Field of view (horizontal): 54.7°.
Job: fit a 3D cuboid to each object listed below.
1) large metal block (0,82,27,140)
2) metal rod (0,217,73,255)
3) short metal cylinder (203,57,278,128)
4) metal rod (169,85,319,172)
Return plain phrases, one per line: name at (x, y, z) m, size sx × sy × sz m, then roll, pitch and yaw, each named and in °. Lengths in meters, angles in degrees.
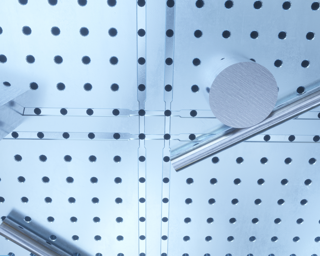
large metal block at (-0.220, -0.025, 0.372) m, size 0.080 × 0.080 × 0.050 m, roll 17°, pitch 109°, yaw -7°
metal rod at (-0.122, 0.233, 0.497) m, size 0.301 × 0.025 × 0.025 m, roll 37°, pitch 106°, yaw -13°
short metal cylinder at (0.097, -0.046, 0.385) m, size 0.081 × 0.050 × 0.079 m, roll 0°, pitch 110°, yaw -1°
metal rod at (0.152, -0.015, 0.410) m, size 0.301 × 0.025 × 0.025 m, roll -26°, pitch 108°, yaw 8°
